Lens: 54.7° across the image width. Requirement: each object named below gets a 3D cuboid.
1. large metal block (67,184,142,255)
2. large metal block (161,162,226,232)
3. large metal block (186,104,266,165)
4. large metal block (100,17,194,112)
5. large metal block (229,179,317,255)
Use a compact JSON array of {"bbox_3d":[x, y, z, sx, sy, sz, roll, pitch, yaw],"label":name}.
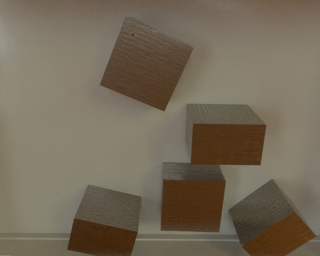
[{"bbox_3d":[-0.073,0.129,0.429,0.080,0.080,0.050,14,110,-5],"label":"large metal block"},{"bbox_3d":[0.043,0.096,0.434,0.081,0.050,0.079,2,110,-1],"label":"large metal block"},{"bbox_3d":[0.076,0.005,0.384,0.081,0.080,0.050,1,110,-1],"label":"large metal block"},{"bbox_3d":[-0.016,-0.077,0.369,0.080,0.050,0.079,22,109,-8],"label":"large metal block"},{"bbox_3d":[0.151,0.130,0.431,0.080,0.080,0.050,-40,106,13],"label":"large metal block"}]
